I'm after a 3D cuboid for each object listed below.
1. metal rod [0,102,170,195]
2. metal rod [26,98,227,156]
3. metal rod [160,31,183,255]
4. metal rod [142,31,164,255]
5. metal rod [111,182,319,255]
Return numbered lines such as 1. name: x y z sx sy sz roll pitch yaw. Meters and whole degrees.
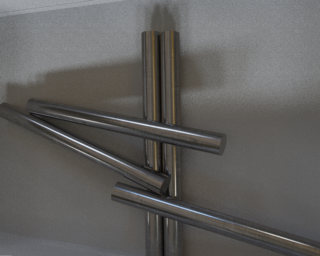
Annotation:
1. metal rod: -0.122 0.021 0.437 0.301 0.025 0.025 21 97 23
2. metal rod: -0.063 -0.008 0.409 0.301 0.025 0.025 11 94 26
3. metal rod: 0.015 0.027 0.401 0.025 0.025 0.298 -1 90 19
4. metal rod: -0.009 0.024 0.410 0.025 0.025 0.298 -1 90 19
5. metal rod: 0.086 0.116 0.360 0.301 0.025 0.025 14 95 13
